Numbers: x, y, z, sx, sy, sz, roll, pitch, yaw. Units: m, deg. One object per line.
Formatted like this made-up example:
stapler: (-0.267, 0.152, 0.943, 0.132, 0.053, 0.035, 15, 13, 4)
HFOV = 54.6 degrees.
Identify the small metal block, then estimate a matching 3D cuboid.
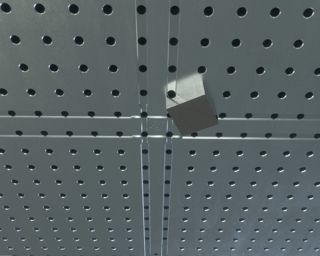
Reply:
small metal block: (0.041, -0.022, 0.393, 0.050, 0.025, 0.050, -20, 127, 16)
